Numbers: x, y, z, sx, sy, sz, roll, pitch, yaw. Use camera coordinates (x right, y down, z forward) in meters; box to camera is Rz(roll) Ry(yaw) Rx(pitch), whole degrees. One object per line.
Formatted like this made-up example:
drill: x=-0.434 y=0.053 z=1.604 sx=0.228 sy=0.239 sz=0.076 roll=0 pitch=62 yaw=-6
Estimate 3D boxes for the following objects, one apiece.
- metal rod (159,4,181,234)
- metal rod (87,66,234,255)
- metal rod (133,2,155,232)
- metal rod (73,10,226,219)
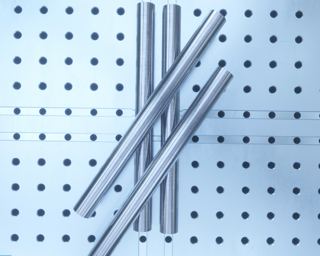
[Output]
metal rod: x=0.014 y=-0.011 z=0.414 sx=0.025 sy=0.025 sz=0.298 roll=1 pitch=90 yaw=0
metal rod: x=-0.003 y=0.053 z=0.388 sx=0.025 sy=0.025 sz=0.299 roll=35 pitch=90 yaw=0
metal rod: x=-0.021 y=-0.014 z=0.414 sx=0.025 sy=0.025 sz=0.298 roll=1 pitch=90 yaw=0
metal rod: x=-0.013 y=-0.017 z=0.389 sx=0.025 sy=0.025 sz=0.299 roll=35 pitch=90 yaw=0
